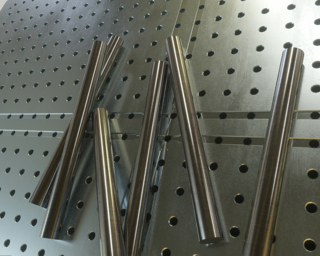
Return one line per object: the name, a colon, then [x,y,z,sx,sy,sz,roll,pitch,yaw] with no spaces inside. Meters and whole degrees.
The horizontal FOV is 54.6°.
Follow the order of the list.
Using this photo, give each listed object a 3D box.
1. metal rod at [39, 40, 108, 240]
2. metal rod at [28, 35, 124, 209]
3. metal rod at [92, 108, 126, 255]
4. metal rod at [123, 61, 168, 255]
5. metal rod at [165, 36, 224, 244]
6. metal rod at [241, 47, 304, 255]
metal rod: [-0.119,0.004,0.451,0.025,0.025,0.299,-2,66,27]
metal rod: [-0.123,-0.023,0.487,0.025,0.025,0.300,7,65,31]
metal rod: [-0.062,0.083,0.367,0.025,0.025,0.300,-27,45,11]
metal rod: [-0.018,0.038,0.395,0.025,0.025,0.300,-6,59,25]
metal rod: [0.036,-0.010,0.395,0.025,0.025,0.300,-19,54,17]
metal rod: [0.116,0.041,0.322,0.025,0.025,0.300,6,64,31]
